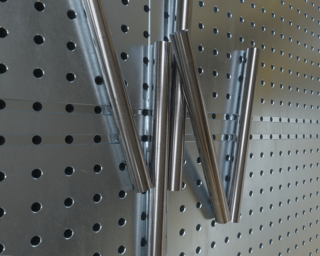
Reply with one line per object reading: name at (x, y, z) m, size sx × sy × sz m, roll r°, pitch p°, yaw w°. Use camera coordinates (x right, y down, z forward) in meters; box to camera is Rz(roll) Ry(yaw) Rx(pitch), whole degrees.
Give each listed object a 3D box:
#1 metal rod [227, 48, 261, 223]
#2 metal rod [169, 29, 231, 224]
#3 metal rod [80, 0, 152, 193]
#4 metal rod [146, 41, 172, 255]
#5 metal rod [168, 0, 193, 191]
metal rod at (0.142, 0.008, 0.531) m, size 0.025 × 0.025 × 0.298 m, roll 16°, pitch 80°, yaw -39°
metal rod at (0.062, 0.013, 0.440) m, size 0.025 × 0.025 × 0.298 m, roll -33°, pitch 118°, yaw -35°
metal rod at (-0.057, -0.065, 0.362) m, size 0.025 × 0.025 × 0.298 m, roll -23°, pitch 105°, yaw -38°
metal rod at (-0.001, 0.036, 0.410) m, size 0.025 × 0.025 × 0.298 m, roll 3°, pitch 88°, yaw -40°
metal rod at (0.027, -0.064, 0.433) m, size 0.025 × 0.025 × 0.298 m, roll 6°, pitch 86°, yaw -40°
